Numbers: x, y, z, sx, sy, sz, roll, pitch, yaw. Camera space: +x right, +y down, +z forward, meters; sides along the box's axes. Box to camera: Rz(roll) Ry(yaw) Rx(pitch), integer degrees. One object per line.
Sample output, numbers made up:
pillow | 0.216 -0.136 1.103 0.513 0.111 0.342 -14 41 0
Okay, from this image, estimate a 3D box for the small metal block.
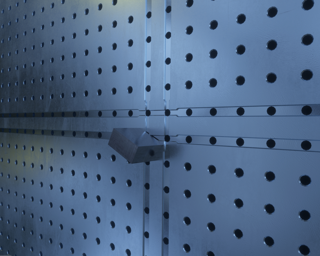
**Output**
small metal block | -0.032 0.022 0.418 0.050 0.050 0.025 34 111 34
